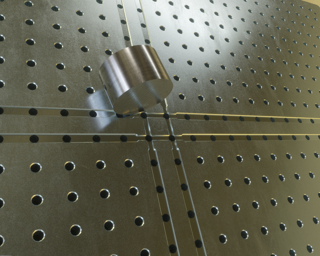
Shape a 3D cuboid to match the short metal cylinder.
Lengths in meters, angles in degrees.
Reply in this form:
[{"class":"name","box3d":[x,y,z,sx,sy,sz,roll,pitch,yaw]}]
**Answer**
[{"class":"short metal cylinder","box3d":[-0.030,-0.059,0.392,0.081,0.080,0.050,-13,69,-33]}]
